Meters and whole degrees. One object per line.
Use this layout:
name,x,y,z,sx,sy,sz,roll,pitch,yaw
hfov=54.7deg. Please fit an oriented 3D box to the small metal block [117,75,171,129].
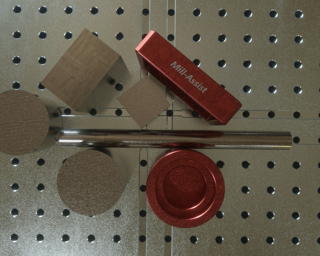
small metal block,-0.021,-0.034,0.413,0.050,0.025,0.050,-39,90,0

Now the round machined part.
round machined part,0.032,0.076,0.405,0.099,0.042,0.097,0,90,0

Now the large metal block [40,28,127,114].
large metal block,-0.089,-0.066,0.385,0.050,0.080,0.080,39,90,-1

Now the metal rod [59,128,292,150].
metal rod,0.021,0.015,0.413,0.302,0.025,0.025,1,90,0

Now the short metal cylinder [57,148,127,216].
short metal cylinder,-0.085,0.066,0.400,0.081,0.050,0.080,0,90,0

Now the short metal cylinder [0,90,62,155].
short metal cylinder,-0.174,-0.007,0.399,0.081,0.050,0.080,0,90,0

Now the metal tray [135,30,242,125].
metal tray,0.032,-0.056,0.380,0.130,0.090,0.030,40,90,0
